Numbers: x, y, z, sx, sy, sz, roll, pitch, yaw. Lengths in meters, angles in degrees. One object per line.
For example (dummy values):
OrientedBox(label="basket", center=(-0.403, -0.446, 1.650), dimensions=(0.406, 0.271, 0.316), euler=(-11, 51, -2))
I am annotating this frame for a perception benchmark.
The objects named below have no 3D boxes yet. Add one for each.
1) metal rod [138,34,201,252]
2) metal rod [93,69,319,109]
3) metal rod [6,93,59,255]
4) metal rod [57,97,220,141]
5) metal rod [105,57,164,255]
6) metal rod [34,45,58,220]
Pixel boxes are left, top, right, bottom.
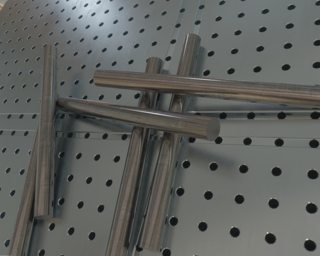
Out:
OrientedBox(label="metal rod", center=(0.019, -0.001, 0.399), dimensions=(0.025, 0.025, 0.300), euler=(-2, 61, 27))
OrientedBox(label="metal rod", center=(0.050, -0.051, 0.386), dimensions=(0.300, 0.025, 0.025), euler=(9, 66, 22))
OrientedBox(label="metal rod", center=(-0.188, 0.069, 0.466), dimensions=(0.025, 0.025, 0.300), euler=(-14, 56, 20))
OrientedBox(label="metal rod", center=(-0.054, -0.020, 0.420), dimensions=(0.300, 0.025, 0.025), euler=(11, 67, 42))
OrientedBox(label="metal rod", center=(-0.030, 0.031, 0.405), dimensions=(0.025, 0.025, 0.300), euler=(-5, 59, 26))
OrientedBox(label="metal rod", center=(-0.177, -0.010, 0.488), dimensions=(0.025, 0.025, 0.299), euler=(-18, 61, 18))
